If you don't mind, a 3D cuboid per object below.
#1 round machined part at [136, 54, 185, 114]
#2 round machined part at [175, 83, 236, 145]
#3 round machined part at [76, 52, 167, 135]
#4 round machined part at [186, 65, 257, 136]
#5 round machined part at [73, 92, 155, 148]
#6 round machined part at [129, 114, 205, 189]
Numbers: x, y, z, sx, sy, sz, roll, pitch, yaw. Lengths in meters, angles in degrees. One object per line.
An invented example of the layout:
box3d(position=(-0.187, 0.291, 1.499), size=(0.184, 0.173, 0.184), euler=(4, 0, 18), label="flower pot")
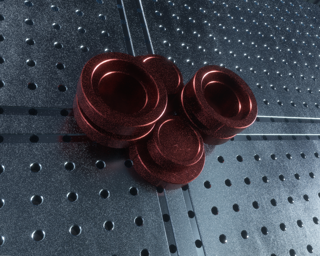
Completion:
box3d(position=(-0.007, -0.063, 0.431), size=(0.099, 0.042, 0.098), euler=(13, 56, -21), label="round machined part")
box3d(position=(0.064, -0.019, 0.442), size=(0.099, 0.042, 0.098), euler=(13, 56, -21), label="round machined part")
box3d(position=(-0.045, -0.035, 0.352), size=(0.099, 0.042, 0.098), euler=(13, 56, -21), label="round machined part")
box3d(position=(0.078, -0.033, 0.417), size=(0.099, 0.042, 0.098), euler=(13, 56, -21), label="round machined part")
box3d(position=(-0.056, -0.019, 0.378), size=(0.099, 0.042, 0.098), euler=(13, 56, -21), label="round machined part")
box3d(position=(0.015, 0.024, 0.389), size=(0.099, 0.042, 0.098), euler=(13, 56, -21), label="round machined part")
